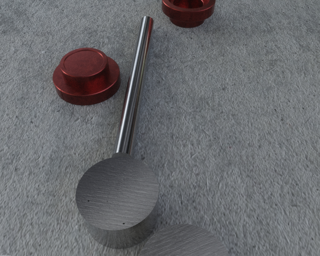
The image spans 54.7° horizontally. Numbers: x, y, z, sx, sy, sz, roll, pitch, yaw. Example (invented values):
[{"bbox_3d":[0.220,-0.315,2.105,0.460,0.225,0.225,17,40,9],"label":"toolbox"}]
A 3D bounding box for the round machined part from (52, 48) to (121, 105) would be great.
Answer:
[{"bbox_3d":[-0.110,-0.083,0.460,0.099,0.042,0.098,0,50,0],"label":"round machined part"}]

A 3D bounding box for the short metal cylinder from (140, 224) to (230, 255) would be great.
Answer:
[{"bbox_3d":[0.021,0.134,0.275,0.081,0.050,0.080,0,50,0],"label":"short metal cylinder"}]

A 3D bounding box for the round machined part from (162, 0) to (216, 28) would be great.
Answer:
[{"bbox_3d":[0.053,-0.225,0.582,0.099,0.042,0.098,0,50,0],"label":"round machined part"}]

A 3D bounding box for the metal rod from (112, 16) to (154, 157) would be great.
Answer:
[{"bbox_3d":[-0.034,-0.078,0.468,0.025,0.025,0.300,3,50,2],"label":"metal rod"}]

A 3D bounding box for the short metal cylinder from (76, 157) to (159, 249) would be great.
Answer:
[{"bbox_3d":[-0.042,0.077,0.322,0.081,0.050,0.080,0,50,0],"label":"short metal cylinder"}]
